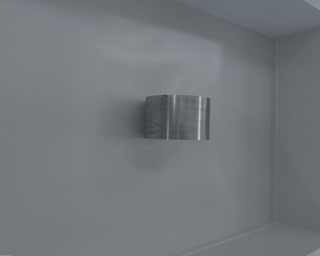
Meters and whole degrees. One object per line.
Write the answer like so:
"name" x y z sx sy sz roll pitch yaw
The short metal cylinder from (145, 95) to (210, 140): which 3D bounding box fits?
"short metal cylinder" 0.021 -0.011 0.384 0.081 0.080 0.050 2 89 -40
